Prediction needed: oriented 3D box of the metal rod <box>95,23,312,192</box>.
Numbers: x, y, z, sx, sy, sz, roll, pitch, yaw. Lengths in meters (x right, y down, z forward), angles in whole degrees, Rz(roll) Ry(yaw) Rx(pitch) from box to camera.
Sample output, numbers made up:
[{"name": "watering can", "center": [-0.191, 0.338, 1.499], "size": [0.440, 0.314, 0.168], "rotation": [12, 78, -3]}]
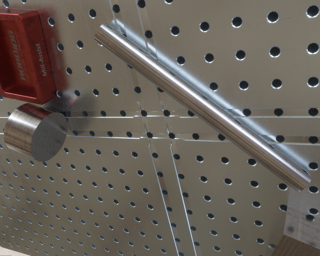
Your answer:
[{"name": "metal rod", "center": [0.048, -0.026, 0.369], "size": [0.300, 0.025, 0.025], "rotation": [37, 129, 3]}]

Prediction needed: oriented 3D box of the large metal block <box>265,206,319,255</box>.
[{"name": "large metal block", "center": [0.187, 0.158, 0.394], "size": [0.080, 0.050, 0.079], "rotation": [20, 126, 16]}]

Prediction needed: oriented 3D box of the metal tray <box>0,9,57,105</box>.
[{"name": "metal tray", "center": [-0.208, -0.104, 0.453], "size": [0.090, 0.030, 0.129], "rotation": [11, 123, 22]}]

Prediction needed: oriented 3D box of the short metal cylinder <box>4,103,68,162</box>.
[{"name": "short metal cylinder", "center": [-0.190, 0.006, 0.480], "size": [0.050, 0.080, 0.079], "rotation": [19, 126, 17]}]
